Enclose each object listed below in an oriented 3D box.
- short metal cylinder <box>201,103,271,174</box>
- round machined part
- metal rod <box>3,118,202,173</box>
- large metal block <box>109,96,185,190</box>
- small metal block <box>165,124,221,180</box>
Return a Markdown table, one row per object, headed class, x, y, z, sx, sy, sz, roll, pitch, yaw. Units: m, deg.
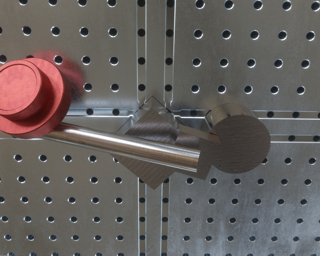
| class | x | y | z | sx | sy | sz | roll | pitch | yaw |
| --- | --- | --- | --- | --- | --- | --- | --- | --- | --- |
| short metal cylinder | 0.096 | 0.013 | 0.406 | 0.081 | 0.050 | 0.079 | 0 | 110 | -1 |
| round machined part | -0.158 | -0.039 | 0.359 | 0.098 | 0.042 | 0.098 | -3 | 71 | 10 |
| metal rod | -0.102 | 0.008 | 0.369 | 0.301 | 0.025 | 0.025 | 11 | 111 | 13 |
| large metal block | -0.009 | 0.019 | 0.405 | 0.080 | 0.050 | 0.080 | 42 | 104 | -14 |
| small metal block | 0.038 | 0.029 | 0.369 | 0.050 | 0.025 | 0.050 | 17 | 109 | -7 |
